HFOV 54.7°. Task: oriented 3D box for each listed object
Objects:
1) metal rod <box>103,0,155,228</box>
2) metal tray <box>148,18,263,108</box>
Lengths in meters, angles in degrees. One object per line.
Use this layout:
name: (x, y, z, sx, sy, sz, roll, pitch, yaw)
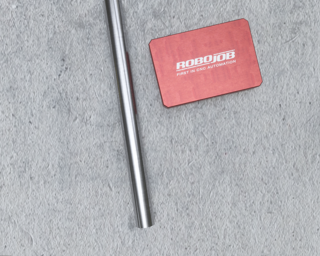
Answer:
metal rod: (-0.041, -0.019, 0.409, 0.025, 0.025, 0.298, -8, 90, 0)
metal tray: (0.058, -0.083, 0.408, 0.131, 0.030, 0.089, -13, 90, -1)
